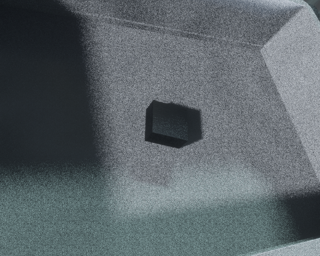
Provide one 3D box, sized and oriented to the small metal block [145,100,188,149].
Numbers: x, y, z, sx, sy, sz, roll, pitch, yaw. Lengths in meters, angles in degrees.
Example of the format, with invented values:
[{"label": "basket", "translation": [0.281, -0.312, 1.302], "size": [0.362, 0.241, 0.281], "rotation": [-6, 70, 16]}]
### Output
[{"label": "small metal block", "translation": [0.009, -0.005, 0.415], "size": [0.050, 0.025, 0.050], "rotation": [14, 56, -21]}]
